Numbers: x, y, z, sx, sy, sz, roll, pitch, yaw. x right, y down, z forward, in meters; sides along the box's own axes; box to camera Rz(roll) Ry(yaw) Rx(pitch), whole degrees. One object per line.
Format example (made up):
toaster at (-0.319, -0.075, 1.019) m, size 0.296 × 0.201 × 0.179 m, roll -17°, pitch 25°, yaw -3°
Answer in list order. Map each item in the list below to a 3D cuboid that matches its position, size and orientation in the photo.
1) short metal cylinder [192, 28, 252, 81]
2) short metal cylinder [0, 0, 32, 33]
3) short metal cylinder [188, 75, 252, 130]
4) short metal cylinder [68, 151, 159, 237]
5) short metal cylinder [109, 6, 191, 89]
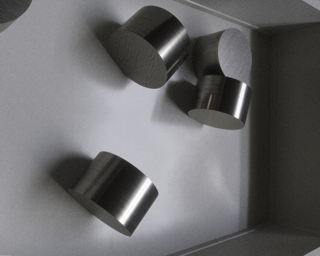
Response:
short metal cylinder at (0.094, -0.105, 0.469) m, size 0.081 × 0.050 × 0.080 m, roll 0°, pitch 90°, yaw -40°
short metal cylinder at (-0.155, -0.122, 0.260) m, size 0.081 × 0.050 × 0.080 m, roll 0°, pitch 90°, yaw -40°
short metal cylinder at (0.086, -0.034, 0.442) m, size 0.080 × 0.080 × 0.050 m, roll 26°, pitch 74°, yaw -37°
short metal cylinder at (-0.049, 0.070, 0.330) m, size 0.080 × 0.080 × 0.050 m, roll 52°, pitch 60°, yaw -28°
short metal cylinder at (-0.012, -0.092, 0.361) m, size 0.050 × 0.080 × 0.080 m, roll -52°, pitch 121°, yaw -27°
